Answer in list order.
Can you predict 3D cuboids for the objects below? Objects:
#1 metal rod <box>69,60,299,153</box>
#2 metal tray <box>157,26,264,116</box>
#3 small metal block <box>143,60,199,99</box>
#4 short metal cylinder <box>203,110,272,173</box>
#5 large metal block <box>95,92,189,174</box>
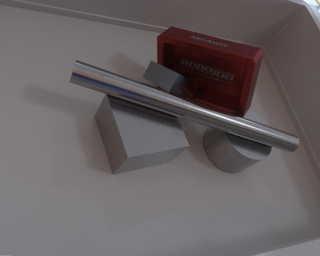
[{"bbox_3d":[0.045,-0.019,0.376,0.302,0.025,0.025,17,55,-19],"label":"metal rod"},{"bbox_3d":[0.059,-0.073,0.409,0.130,0.089,0.030,22,46,22],"label":"metal tray"},{"bbox_3d":[0.015,-0.062,0.408,0.050,0.025,0.050,34,11,36],"label":"small metal block"},{"bbox_3d":[0.109,0.018,0.438,0.081,0.050,0.080,14,56,-21],"label":"short metal cylinder"},{"bbox_3d":[-0.024,0.003,0.375,0.081,0.050,0.080,-8,66,-32],"label":"large metal block"}]
